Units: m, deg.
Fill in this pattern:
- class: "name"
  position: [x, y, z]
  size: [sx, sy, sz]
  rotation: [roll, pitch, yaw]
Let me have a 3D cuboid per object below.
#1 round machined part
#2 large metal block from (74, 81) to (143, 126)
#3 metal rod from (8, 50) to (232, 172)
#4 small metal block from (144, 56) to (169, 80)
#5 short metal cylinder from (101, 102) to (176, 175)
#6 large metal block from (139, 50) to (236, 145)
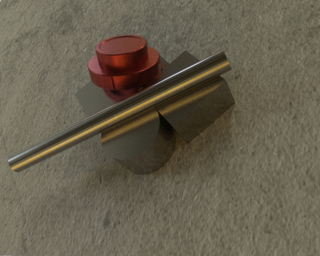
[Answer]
- class: "round machined part"
  position: [-0.049, -0.094, 0.420]
  size: [0.099, 0.042, 0.098]
  rotation: [-4, 37, 3]
- class: "large metal block"
  position: [-0.063, -0.039, 0.443]
  size: [0.080, 0.050, 0.080]
  rotation: [-41, 51, 0]
- class: "metal rod"
  position: [-0.058, -0.015, 0.379]
  size: [0.301, 0.025, 0.025]
  rotation: [-25, 53, 12]
- class: "small metal block"
  position: [-0.001, -0.068, 0.445]
  size: [0.050, 0.025, 0.050]
  rotation: [-40, 51, 0]
- class: "short metal cylinder"
  position: [-0.027, 0.013, 0.393]
  size: [0.080, 0.050, 0.080]
  rotation: [-13, 56, 20]
- class: "large metal block"
  position: [0.034, -0.040, 0.395]
  size: [0.080, 0.050, 0.080]
  rotation: [-41, 51, 0]
